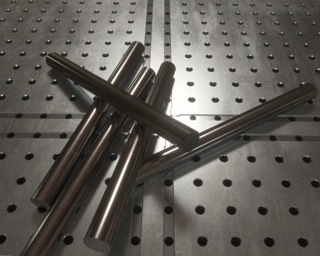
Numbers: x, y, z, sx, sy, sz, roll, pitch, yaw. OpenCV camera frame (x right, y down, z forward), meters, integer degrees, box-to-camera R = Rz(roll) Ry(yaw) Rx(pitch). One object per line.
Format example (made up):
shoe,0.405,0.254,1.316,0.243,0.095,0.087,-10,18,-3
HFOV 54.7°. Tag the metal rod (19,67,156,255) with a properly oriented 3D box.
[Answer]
metal rod,-0.071,0.023,0.387,0.025,0.025,0.301,16,52,13

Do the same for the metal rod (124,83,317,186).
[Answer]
metal rod,0.090,0.002,0.406,0.302,0.025,0.025,-24,54,-19

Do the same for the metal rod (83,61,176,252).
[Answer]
metal rod,-0.021,0.004,0.379,0.025,0.025,0.301,10,43,8

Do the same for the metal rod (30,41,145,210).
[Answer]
metal rod,-0.083,-0.026,0.428,0.025,0.025,0.300,14,51,11

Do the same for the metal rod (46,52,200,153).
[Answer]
metal rod,-0.070,-0.048,0.408,0.025,0.025,0.300,-36,47,-27
